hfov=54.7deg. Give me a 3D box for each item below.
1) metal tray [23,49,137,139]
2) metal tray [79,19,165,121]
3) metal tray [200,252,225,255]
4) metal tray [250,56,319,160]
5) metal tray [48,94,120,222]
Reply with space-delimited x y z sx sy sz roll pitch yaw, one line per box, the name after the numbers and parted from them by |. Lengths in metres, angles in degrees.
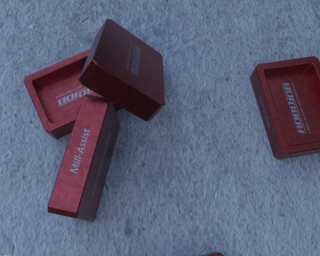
-0.105 -0.053 0.423 0.131 0.030 0.090 -26 72 -10 | metal tray
-0.040 -0.075 0.376 0.090 0.030 0.130 30 32 -22 | metal tray
0.018 0.196 0.334 0.131 0.030 0.090 -13 71 -5 | metal tray
0.185 -0.029 0.418 0.091 0.030 0.129 -9 70 -4 | metal tray
-0.082 0.038 0.358 0.030 0.090 0.130 11 70 4 | metal tray
